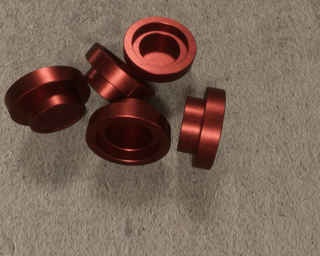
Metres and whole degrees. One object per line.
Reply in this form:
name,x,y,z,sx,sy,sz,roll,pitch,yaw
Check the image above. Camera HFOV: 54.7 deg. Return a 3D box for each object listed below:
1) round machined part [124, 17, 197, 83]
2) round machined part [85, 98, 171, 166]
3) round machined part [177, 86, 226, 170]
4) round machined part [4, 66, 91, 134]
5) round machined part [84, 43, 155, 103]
round machined part,-0.002,-0.104,0.432,0.099,0.042,0.098,3,65,-6
round machined part,-0.036,0.002,0.372,0.099,0.097,0.042,2,51,0
round machined part,0.047,-0.002,0.371,0.042,0.098,0.098,11,70,4
round machined part,-0.131,-0.028,0.378,0.099,0.098,0.042,-26,73,-10
round machined part,-0.056,-0.060,0.395,0.098,0.098,0.042,44,99,14
